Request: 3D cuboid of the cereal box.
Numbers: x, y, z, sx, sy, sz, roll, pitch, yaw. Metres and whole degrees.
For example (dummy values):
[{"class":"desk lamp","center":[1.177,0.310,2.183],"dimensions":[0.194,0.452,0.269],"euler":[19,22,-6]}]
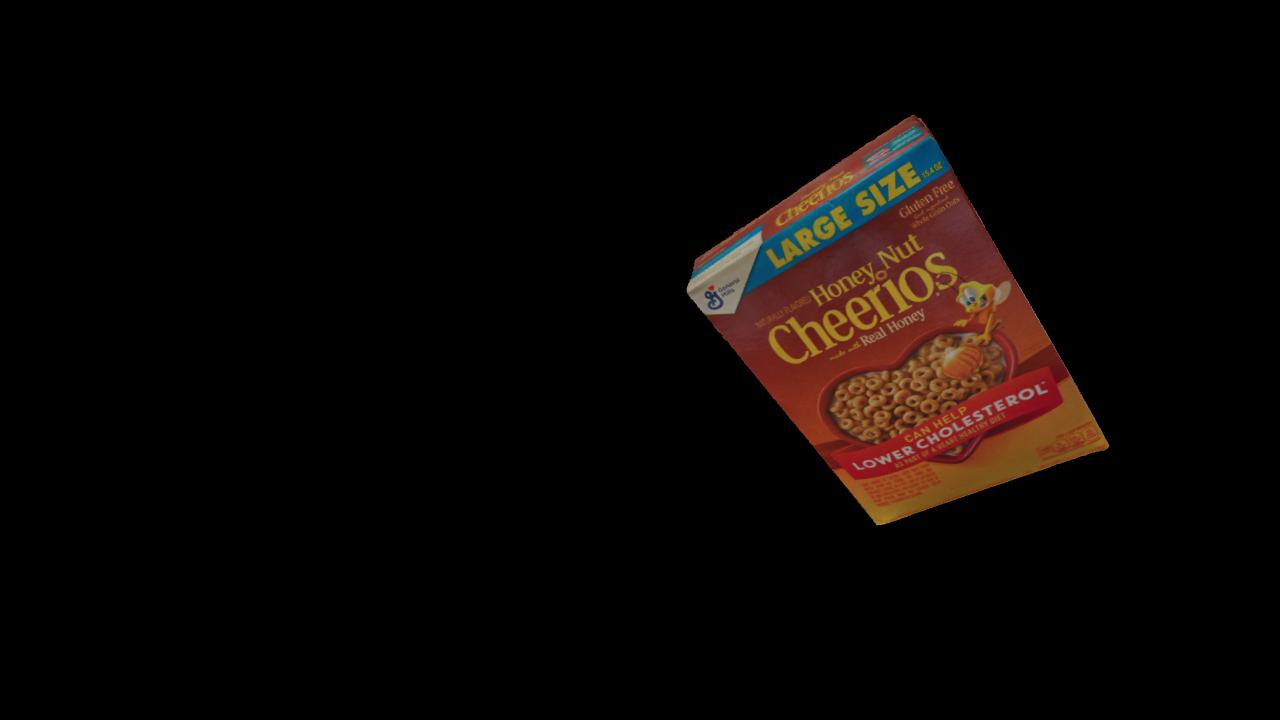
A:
[{"class":"cereal box","center":[0.209,-0.011,0.510],"dimensions":[0.203,0.306,0.081],"euler":[-30,23,29]}]
